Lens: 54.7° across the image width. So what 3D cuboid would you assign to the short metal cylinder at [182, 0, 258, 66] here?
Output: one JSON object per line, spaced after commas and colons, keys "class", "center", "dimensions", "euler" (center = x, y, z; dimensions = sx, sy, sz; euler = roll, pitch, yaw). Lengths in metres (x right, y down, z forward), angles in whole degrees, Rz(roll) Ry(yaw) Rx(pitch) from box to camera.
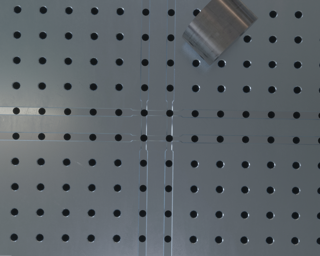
{"class": "short metal cylinder", "center": [0.074, -0.124, 0.386], "dimensions": [0.080, 0.080, 0.050], "euler": [-44, 90, 0]}
